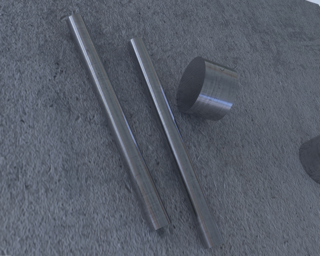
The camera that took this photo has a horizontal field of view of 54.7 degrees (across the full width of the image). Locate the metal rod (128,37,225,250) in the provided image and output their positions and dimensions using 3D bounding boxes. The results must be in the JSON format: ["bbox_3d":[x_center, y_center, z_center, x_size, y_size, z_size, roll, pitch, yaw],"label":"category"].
[{"bbox_3d":[0.013,0.004,0.408,0.025,0.025,0.299,-7,65,-31],"label":"metal rod"}]

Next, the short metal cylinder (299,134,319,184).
[{"bbox_3d":[0.279,0.048,0.508,0.081,0.050,0.080,14,56,-21],"label":"short metal cylinder"}]

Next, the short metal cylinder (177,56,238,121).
[{"bbox_3d":[0.065,-0.054,0.436,0.050,0.080,0.080,15,56,-20],"label":"short metal cylinder"}]

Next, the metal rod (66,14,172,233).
[{"bbox_3d":[-0.058,-0.020,0.384,0.025,0.025,0.299,-12,68,-33],"label":"metal rod"}]
